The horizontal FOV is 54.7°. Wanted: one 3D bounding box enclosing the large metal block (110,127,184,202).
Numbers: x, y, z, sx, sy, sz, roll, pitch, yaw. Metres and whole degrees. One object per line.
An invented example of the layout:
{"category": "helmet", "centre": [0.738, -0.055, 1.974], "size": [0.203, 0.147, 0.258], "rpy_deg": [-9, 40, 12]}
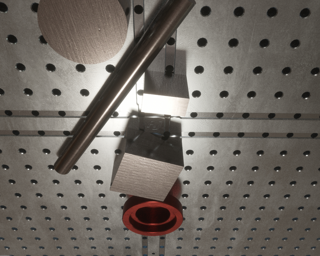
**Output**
{"category": "large metal block", "centre": [-0.020, 0.053, 0.441], "size": [0.081, 0.050, 0.079], "rpy_deg": [15, 129, -13]}

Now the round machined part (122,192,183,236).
{"category": "round machined part", "centre": [-0.012, 0.135, 0.516], "size": [0.099, 0.042, 0.097], "rpy_deg": [-1, 130, 0]}

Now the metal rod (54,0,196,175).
{"category": "metal rod", "centre": [-0.060, -0.035, 0.380], "size": [0.025, 0.025, 0.298], "rpy_deg": [28, 125, -22]}

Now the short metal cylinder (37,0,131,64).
{"category": "short metal cylinder", "centre": [-0.070, -0.110, 0.301], "size": [0.081, 0.050, 0.079], "rpy_deg": [-1, 130, 0]}

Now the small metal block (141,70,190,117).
{"category": "small metal block", "centre": [0.005, -0.041, 0.361], "size": [0.050, 0.050, 0.025], "rpy_deg": [6, 130, -6]}
